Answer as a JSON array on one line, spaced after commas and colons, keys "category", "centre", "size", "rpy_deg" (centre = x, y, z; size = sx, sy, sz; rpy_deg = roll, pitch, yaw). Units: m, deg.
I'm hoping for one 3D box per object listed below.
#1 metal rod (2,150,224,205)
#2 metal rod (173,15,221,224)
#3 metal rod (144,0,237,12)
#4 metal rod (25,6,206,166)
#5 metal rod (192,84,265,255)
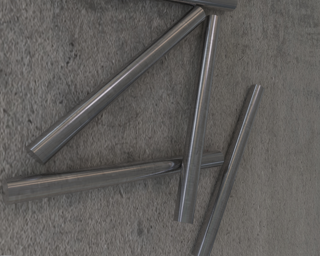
[{"category": "metal rod", "centre": [-0.027, 0.053, 0.382], "size": [0.302, 0.025, 0.025], "rpy_deg": [-3, 92, -40]}, {"category": "metal rod", "centre": [0.054, -0.024, 0.427], "size": [0.025, 0.025, 0.299], "rpy_deg": [24, 68, -38]}, {"category": "metal rod", "centre": [0.000, -0.177, 0.403], "size": [0.302, 0.025, 0.025], "rpy_deg": [-11, 98, -39]}, {"category": "metal rod", "centre": [-0.033, -0.069, 0.376], "size": [0.301, 0.025, 0.025], "rpy_deg": [-47, 118, -29]}, {"category": "metal rod", "centre": [0.115, 0.060, 0.501], "size": [0.025, 0.025, 0.300], "rpy_deg": [37, 68, -34]}]
